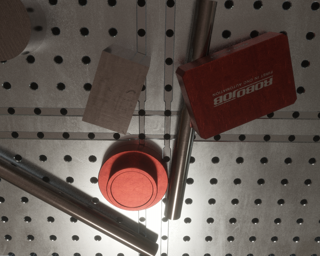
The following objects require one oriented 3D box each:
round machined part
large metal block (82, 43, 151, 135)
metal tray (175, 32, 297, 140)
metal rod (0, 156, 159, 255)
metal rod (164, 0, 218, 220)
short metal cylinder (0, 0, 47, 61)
[{"bbox_3d":[-0.037,0.076,0.432,0.099,0.042,0.097,0,110,-1],"label":"round machined part"},{"bbox_3d":[-0.048,-0.049,0.365,0.050,0.080,0.079,19,109,-7],"label":"large metal block"},{"bbox_3d":[0.094,-0.051,0.376,0.131,0.030,0.090,-22,115,-4],"label":"metal tray"},{"bbox_3d":[-0.133,0.112,0.452,0.301,0.025,0.025,33,107,-12],"label":"metal rod"},{"bbox_3d":[0.036,-0.009,0.410,0.025,0.025,0.298,6,110,-3],"label":"metal rod"},{"bbox_3d":[-0.178,-0.120,0.353,0.081,0.050,0.079,0,110,-1],"label":"short metal cylinder"}]
